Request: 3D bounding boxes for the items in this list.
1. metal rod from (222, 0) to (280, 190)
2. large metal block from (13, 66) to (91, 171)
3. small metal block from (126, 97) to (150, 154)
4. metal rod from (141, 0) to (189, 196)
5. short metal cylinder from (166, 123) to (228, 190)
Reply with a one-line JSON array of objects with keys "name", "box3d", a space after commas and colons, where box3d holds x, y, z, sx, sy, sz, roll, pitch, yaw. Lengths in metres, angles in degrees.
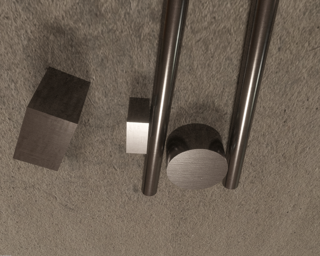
[{"name": "metal rod", "box3d": [0.106, -0.028, 0.385, 0.025, 0.025, 0.298, -1, 130, 0]}, {"name": "large metal block", "box3d": [-0.124, -0.011, 0.360, 0.050, 0.080, 0.079, 21, 127, -17]}, {"name": "small metal block", "box3d": [-0.027, -0.003, 0.388, 0.025, 0.050, 0.050, 3, 130, -3]}, {"name": "metal rod", "box3d": [0.000, -0.015, 0.394, 0.025, 0.025, 0.298, 5, 130, -5]}, {"name": "short metal cylinder", "box3d": [0.049, 0.040, 0.426, 0.081, 0.050, 0.079, 0, 130, 0]}]
